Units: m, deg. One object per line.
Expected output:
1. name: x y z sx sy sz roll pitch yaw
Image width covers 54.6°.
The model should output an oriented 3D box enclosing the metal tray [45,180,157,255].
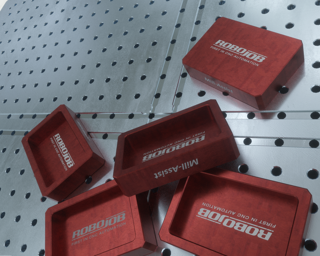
1. metal tray: -0.076 0.120 0.371 0.130 0.030 0.090 -25 53 13

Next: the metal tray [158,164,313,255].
1. metal tray: 0.073 0.092 0.310 0.130 0.030 0.090 10 67 32

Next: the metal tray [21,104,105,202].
1. metal tray: -0.149 0.033 0.463 0.090 0.030 0.130 -41 51 0

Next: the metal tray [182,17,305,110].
1. metal tray: 0.104 -0.090 0.406 0.090 0.030 0.130 -49 51 -7

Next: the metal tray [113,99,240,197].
1. metal tray: 0.015 0.019 0.355 0.130 0.030 0.090 -21 29 8
